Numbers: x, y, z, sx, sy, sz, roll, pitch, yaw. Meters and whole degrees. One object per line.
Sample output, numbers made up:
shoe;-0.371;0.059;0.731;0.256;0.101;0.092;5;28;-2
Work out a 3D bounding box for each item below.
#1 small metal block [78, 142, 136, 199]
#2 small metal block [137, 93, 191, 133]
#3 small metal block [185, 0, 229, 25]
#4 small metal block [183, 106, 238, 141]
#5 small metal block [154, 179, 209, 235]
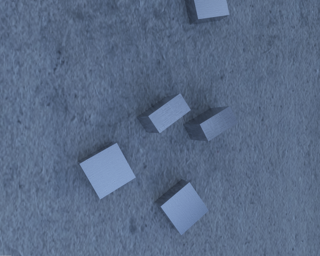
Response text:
small metal block;-0.066;0.052;0.385;0.050;0.025;0.050;-30;100;-18
small metal block;0.004;-0.018;0.398;0.050;0.050;0.025;-37;102;-17
small metal block;0.064;-0.176;0.434;0.050;0.025;0.050;-15;95;-20
small metal block;0.068;-0.006;0.422;0.050;0.050;0.025;-30;100;-18
small metal block;0.029;0.107;0.421;0.050;0.025;0.050;-37;102;-16
